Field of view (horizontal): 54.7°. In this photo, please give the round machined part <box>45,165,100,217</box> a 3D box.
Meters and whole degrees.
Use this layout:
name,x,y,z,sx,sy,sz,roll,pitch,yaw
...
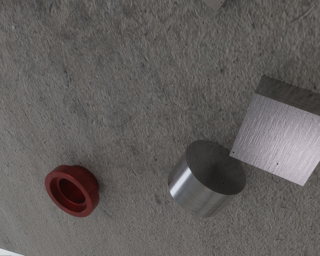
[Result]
name,x,y,z,sx,sy,sz,roll,pitch,yaw
round machined part,-0.146,0.104,0.537,0.098,0.042,0.097,13,124,21

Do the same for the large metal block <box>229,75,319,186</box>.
name,x,y,z,sx,sy,sz,roll,pitch,yaw
large metal block,0.129,0.002,0.324,0.080,0.050,0.079,23,127,14

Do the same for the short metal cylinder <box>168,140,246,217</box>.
name,x,y,z,sx,sy,sz,roll,pitch,yaw
short metal cylinder,0.056,0.061,0.379,0.080,0.080,0.050,34,129,5

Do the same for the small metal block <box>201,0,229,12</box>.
name,x,y,z,sx,sy,sz,roll,pitch,yaw
small metal block,0.052,-0.147,0.289,0.050,0.025,0.050,40,129,0
